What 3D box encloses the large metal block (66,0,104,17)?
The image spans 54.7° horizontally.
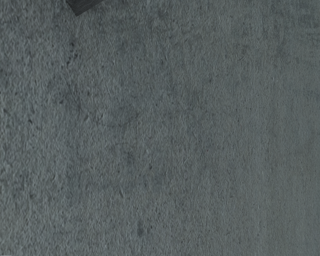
[{"bbox_3d":[-0.072,-0.169,0.308,0.050,0.080,0.080,-48,119,-29],"label":"large metal block"}]
